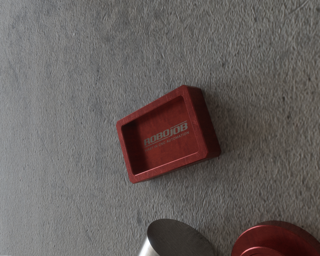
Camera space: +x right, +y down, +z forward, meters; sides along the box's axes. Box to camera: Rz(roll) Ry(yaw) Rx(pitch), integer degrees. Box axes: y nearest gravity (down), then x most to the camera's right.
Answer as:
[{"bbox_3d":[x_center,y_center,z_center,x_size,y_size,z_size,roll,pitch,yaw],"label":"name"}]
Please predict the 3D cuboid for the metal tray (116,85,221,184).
[{"bbox_3d":[0.005,0.012,0.397,0.130,0.030,0.090,-25,74,37],"label":"metal tray"}]

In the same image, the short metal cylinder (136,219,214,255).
[{"bbox_3d":[0.014,0.151,0.357,0.080,0.081,0.050,34,111,34],"label":"short metal cylinder"}]

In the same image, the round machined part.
[{"bbox_3d":[0.113,0.144,0.301,0.098,0.042,0.097,0,90,40],"label":"round machined part"}]
